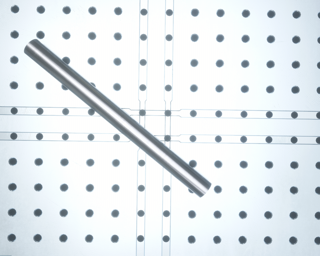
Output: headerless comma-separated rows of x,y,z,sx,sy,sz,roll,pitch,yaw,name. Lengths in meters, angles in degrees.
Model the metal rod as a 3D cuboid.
-0.055,-0.012,0.412,0.300,0.025,0.025,40,90,-1,metal rod
